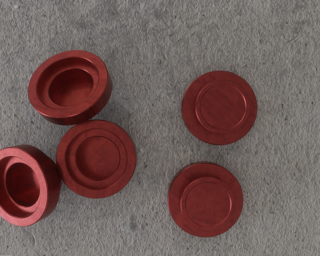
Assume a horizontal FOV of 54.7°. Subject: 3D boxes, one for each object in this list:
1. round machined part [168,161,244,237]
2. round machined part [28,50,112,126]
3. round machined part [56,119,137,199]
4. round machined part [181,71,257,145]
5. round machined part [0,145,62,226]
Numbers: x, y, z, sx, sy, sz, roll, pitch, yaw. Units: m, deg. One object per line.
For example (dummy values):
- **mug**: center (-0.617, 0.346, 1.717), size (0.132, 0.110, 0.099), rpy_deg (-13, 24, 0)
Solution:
- **round machined part**: center (0.060, 0.094, 0.402), size (0.099, 0.042, 0.097), rpy_deg (0, 90, 0)
- **round machined part**: center (-0.108, -0.046, 0.388), size (0.099, 0.042, 0.098), rpy_deg (-3, 63, 6)
- **round machined part**: center (-0.078, 0.038, 0.401), size (0.099, 0.042, 0.097), rpy_deg (0, 90, 0)
- **round machined part**: center (0.078, -0.026, 0.402), size (0.099, 0.042, 0.097), rpy_deg (0, 90, 0)
- **round machined part**: center (-0.165, 0.068, 0.389), size (0.098, 0.042, 0.097), rpy_deg (3, 98, 22)
